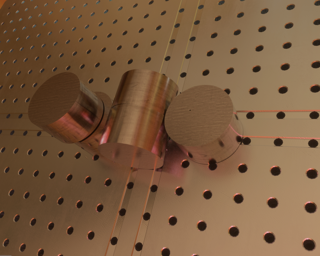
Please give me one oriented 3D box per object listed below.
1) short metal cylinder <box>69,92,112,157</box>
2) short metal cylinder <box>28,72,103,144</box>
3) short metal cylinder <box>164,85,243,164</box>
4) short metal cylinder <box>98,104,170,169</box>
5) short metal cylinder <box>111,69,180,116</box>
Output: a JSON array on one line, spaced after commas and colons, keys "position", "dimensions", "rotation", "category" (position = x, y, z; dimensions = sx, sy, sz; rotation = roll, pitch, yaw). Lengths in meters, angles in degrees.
[{"position": [-0.089, -0.005, 0.442], "dimensions": [0.080, 0.050, 0.080], "rotation": [-13, 56, 21], "category": "short metal cylinder"}, {"position": [-0.123, -0.026, 0.406], "dimensions": [0.080, 0.050, 0.080], "rotation": [-13, 56, 21], "category": "short metal cylinder"}, {"position": [0.052, -0.004, 0.366], "dimensions": [0.080, 0.050, 0.080], "rotation": [-13, 56, 21], "category": "short metal cylinder"}, {"position": [-0.030, 0.013, 0.381], "dimensions": [0.080, 0.080, 0.050], "rotation": [-1, 62, 28], "category": "short metal cylinder"}, {"position": [-0.019, -0.032, 0.403], "dimensions": [0.080, 0.080, 0.050], "rotation": [1, 63, 29], "category": "short metal cylinder"}]
